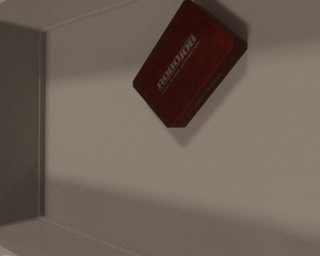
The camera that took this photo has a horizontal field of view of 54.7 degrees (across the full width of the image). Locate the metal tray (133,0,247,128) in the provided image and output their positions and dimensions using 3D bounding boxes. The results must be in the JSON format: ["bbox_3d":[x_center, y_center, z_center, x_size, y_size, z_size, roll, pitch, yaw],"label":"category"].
[{"bbox_3d":[0.030,-0.075,0.377,0.090,0.030,0.129,51,119,27],"label":"metal tray"}]
